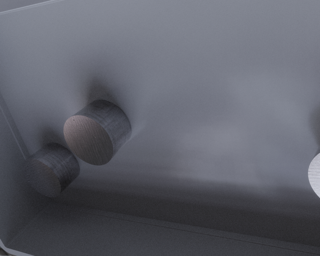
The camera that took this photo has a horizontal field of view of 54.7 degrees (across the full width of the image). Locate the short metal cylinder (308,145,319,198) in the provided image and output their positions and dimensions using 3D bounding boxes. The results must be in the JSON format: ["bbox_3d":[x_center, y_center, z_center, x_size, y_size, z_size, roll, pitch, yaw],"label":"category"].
[{"bbox_3d":[0.195,0.039,0.304,0.080,0.050,0.079,22,130,29],"label":"short metal cylinder"}]

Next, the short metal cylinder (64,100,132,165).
[{"bbox_3d":[-0.088,0.006,0.441,0.080,0.050,0.079,13,124,20],"label":"short metal cylinder"}]

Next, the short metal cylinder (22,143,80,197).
[{"bbox_3d":[-0.187,0.072,0.533,0.080,0.050,0.079,13,124,20],"label":"short metal cylinder"}]
